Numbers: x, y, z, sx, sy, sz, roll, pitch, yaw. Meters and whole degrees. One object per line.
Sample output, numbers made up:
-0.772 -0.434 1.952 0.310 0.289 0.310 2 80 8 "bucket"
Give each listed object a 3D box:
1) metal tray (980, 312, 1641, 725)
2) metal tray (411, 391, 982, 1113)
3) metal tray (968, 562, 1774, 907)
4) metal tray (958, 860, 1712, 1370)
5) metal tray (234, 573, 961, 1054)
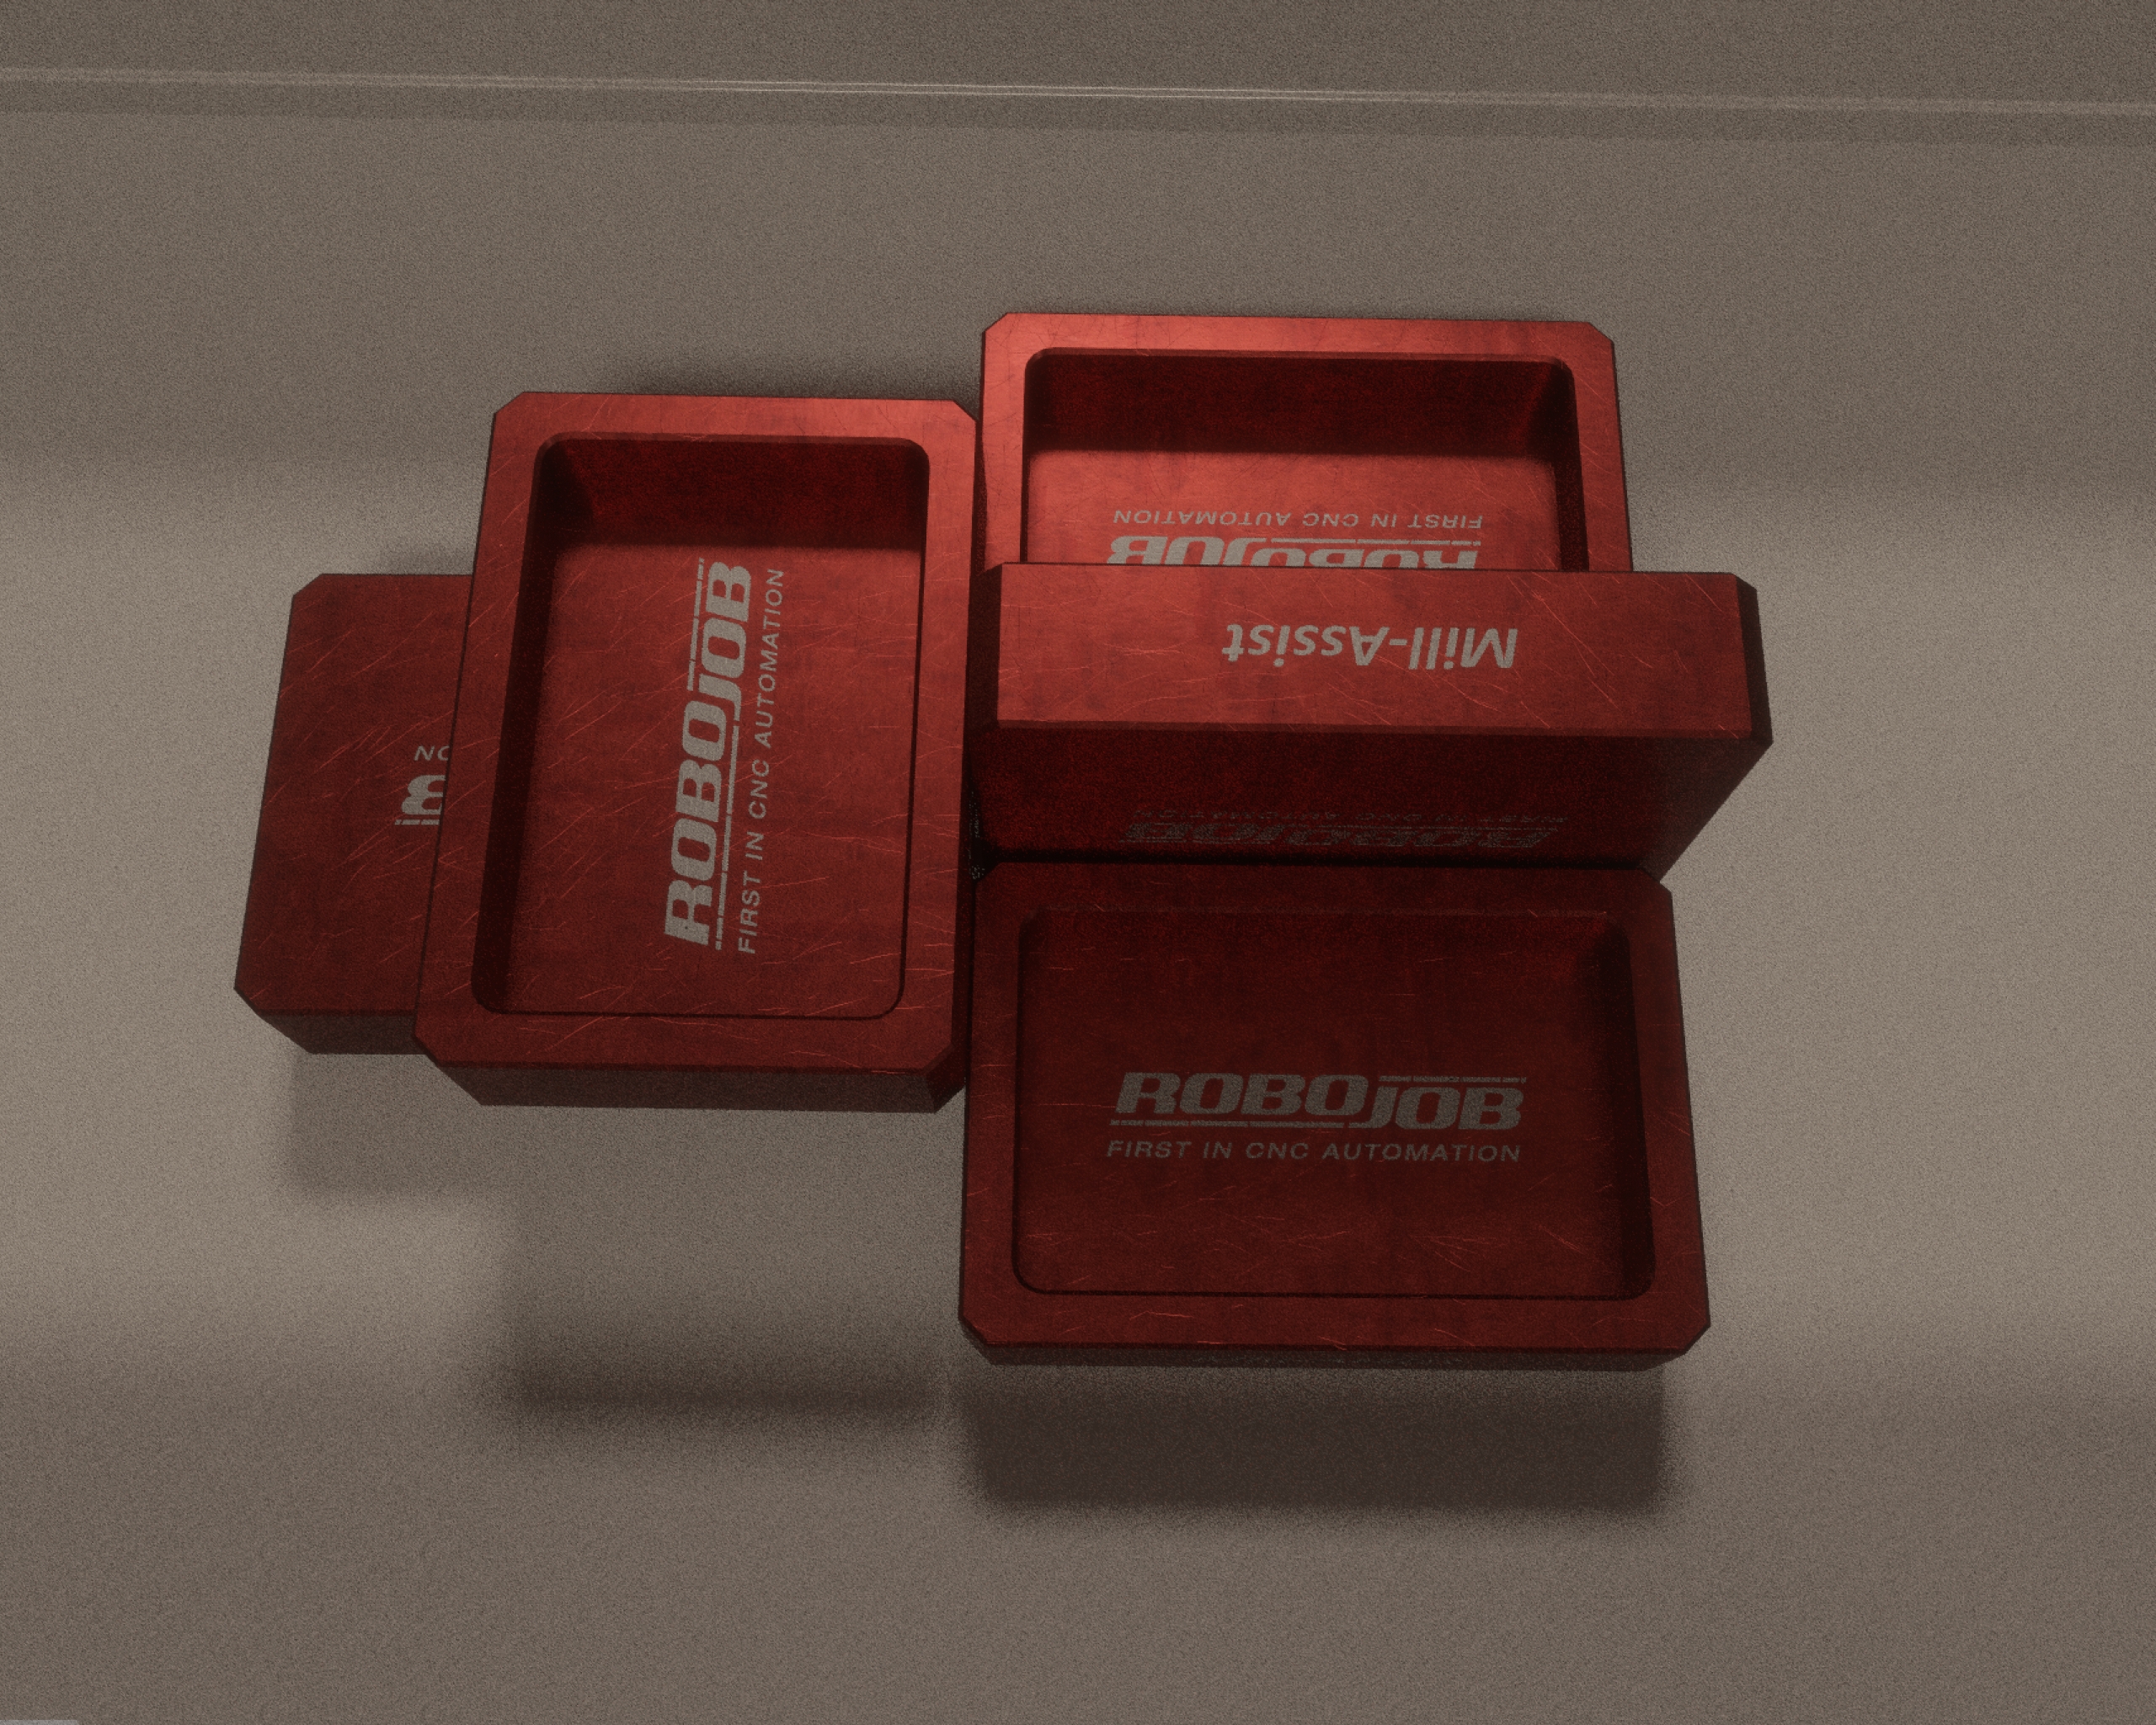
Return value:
0.045 -0.066 0.430 0.131 0.030 0.090 1 70 0 "metal tray"
-0.064 -0.022 0.380 0.091 0.030 0.130 1 70 0 "metal tray"
0.048 -0.020 0.380 0.131 0.090 0.030 1 70 0 "metal tray"
0.045 0.047 0.388 0.131 0.030 0.090 1 70 0 "metal tray"
-0.088 -0.009 0.406 0.131 0.030 0.090 0 70 -1 "metal tray"
